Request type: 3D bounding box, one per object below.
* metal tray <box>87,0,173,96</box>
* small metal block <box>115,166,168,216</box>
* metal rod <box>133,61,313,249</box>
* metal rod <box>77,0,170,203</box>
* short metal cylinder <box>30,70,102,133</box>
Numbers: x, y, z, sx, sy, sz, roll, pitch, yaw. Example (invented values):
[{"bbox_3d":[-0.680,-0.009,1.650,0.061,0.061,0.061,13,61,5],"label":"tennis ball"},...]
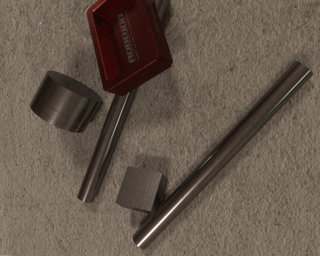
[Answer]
[{"bbox_3d":[-0.043,-0.118,0.395,0.090,0.030,0.129,-26,69,30],"label":"metal tray"},{"bbox_3d":[-0.023,0.082,0.404,0.050,0.025,0.050,8,65,22],"label":"small metal block"},{"bbox_3d":[0.068,0.042,0.384,0.025,0.025,0.299,44,103,14],"label":"metal rod"},{"bbox_3d":[-0.052,-0.036,0.426,0.025,0.025,0.298,24,98,18],"label":"metal rod"},{"bbox_3d":[-0.127,-0.036,0.423,0.080,0.080,0.050,35,101,16],"label":"short metal cylinder"}]
